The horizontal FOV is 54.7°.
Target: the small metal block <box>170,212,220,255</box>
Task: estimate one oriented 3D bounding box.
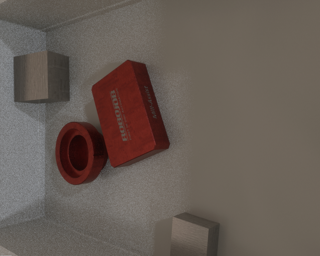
[{"bbox_3d":[0.041,0.135,0.371,0.050,0.025,0.050,7,94,39],"label":"small metal block"}]

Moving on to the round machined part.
[{"bbox_3d":[-0.120,0.039,0.492,0.098,0.042,0.097,0,90,39],"label":"round machined part"}]

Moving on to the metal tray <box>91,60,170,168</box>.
[{"bbox_3d":[-0.045,-0.018,0.439,0.090,0.030,0.129,-27,73,36],"label":"metal tray"}]

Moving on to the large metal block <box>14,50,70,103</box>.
[{"bbox_3d":[-0.209,-0.087,0.549,0.080,0.050,0.079,-2,89,26],"label":"large metal block"}]
